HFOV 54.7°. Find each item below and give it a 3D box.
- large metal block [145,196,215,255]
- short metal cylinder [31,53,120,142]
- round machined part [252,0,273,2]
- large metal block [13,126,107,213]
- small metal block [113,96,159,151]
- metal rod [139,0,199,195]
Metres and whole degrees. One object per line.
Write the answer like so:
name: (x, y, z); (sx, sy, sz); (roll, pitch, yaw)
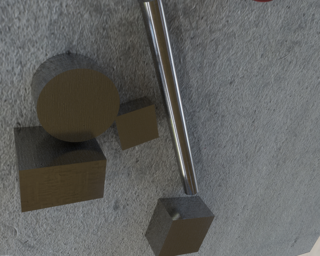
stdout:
large metal block: (0.031, 0.161, 0.510); (0.081, 0.050, 0.079); (4, 116, -31)
short metal cylinder: (-0.089, -0.032, 0.323); (0.081, 0.050, 0.079); (-14, 125, -21)
round machined part: (0.110, -0.193, 0.338); (0.099, 0.042, 0.097); (-14, 125, -21)
large metal block: (-0.110, 0.037, 0.335); (0.081, 0.080, 0.050); (-5, 121, -26)
small metal block: (-0.032, -0.006, 0.387); (0.050, 0.025, 0.050); (-20, 126, -17)
metal rod: (0.020, -0.018, 0.408); (0.025, 0.025, 0.298); (-25, 128, -14)
